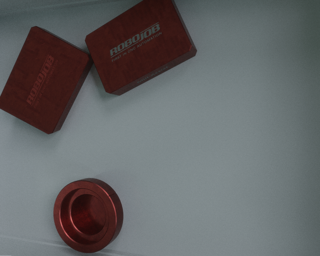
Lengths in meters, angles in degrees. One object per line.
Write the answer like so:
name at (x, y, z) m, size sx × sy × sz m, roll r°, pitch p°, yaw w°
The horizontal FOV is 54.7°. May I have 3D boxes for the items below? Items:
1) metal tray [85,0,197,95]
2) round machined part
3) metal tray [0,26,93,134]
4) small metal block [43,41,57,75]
metal tray at (-0.028, -0.111, 0.417) m, size 0.130 × 0.030 × 0.090 m, roll -25°, pitch 82°, yaw 17°
round machined part at (-0.095, 0.118, 0.434) m, size 0.098 × 0.042 × 0.097 m, roll 0°, pitch 90°, yaw 19°
metal tray at (-0.165, -0.068, 0.450) m, size 0.090 × 0.030 × 0.129 m, roll 29°, pitch 100°, yaw -1°
small metal block at (-0.178, -0.106, 0.472) m, size 0.050 × 0.025 × 0.050 m, roll 18°, pitch 96°, yaw 18°
